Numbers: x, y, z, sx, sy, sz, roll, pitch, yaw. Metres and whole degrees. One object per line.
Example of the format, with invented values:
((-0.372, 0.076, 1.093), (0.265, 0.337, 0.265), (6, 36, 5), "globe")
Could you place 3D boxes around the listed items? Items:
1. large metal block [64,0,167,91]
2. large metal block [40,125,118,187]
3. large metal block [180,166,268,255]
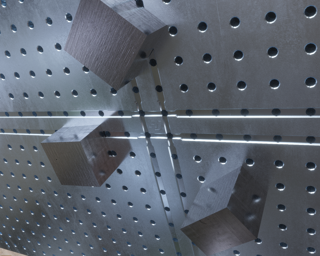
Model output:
((-0.053, -0.104, 0.357), (0.080, 0.050, 0.080), (38, 129, 2), "large metal block")
((-0.125, 0.043, 0.486), (0.080, 0.050, 0.080), (-3, 117, 29), "large metal block")
((0.083, 0.106, 0.397), (0.050, 0.080, 0.080), (46, 129, -5), "large metal block")
